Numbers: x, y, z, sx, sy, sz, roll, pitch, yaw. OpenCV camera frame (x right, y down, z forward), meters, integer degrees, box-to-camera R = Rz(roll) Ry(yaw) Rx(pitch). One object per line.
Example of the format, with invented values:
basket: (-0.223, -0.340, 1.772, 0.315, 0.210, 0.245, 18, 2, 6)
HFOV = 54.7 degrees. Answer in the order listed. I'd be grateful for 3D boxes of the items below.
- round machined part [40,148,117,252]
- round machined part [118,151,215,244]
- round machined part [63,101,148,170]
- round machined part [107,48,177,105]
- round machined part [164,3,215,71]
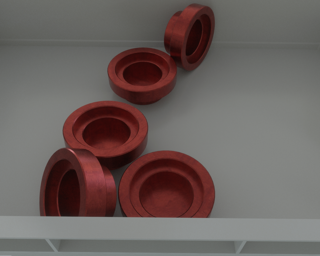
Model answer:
round machined part: (-0.080, 0.069, 0.311, 0.042, 0.097, 0.098, 8, 39, -43)
round machined part: (0.007, 0.075, 0.331, 0.099, 0.042, 0.098, 0, 50, 0)
round machined part: (-0.064, 0.013, 0.377, 0.099, 0.042, 0.098, 3, 43, -2)
round machined part: (-0.025, -0.072, 0.454, 0.099, 0.042, 0.098, 0, 50, 0)
round machined part: (0.042, -0.141, 0.478, 0.042, 0.097, 0.098, 26, 54, 26)
